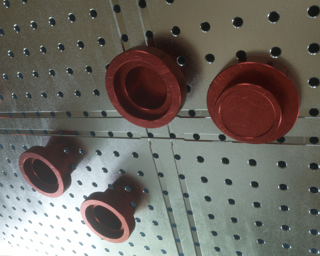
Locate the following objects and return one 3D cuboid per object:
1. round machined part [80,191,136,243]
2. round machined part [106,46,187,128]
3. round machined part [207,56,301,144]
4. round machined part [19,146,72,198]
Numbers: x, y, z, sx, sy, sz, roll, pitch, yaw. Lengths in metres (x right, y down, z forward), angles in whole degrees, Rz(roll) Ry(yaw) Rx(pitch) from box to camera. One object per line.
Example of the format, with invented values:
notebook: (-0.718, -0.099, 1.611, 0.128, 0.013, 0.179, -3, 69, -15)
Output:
round machined part: (-0.085, 0.148, 0.538, 0.098, 0.042, 0.097, 13, 124, 21)
round machined part: (-0.013, -0.052, 0.376, 0.098, 0.042, 0.097, 13, 124, 21)
round machined part: (0.097, -0.024, 0.334, 0.098, 0.042, 0.097, 13, 124, 21)
round machined part: (-0.196, 0.072, 0.550, 0.098, 0.042, 0.097, 13, 124, 21)
